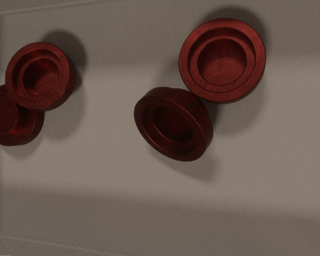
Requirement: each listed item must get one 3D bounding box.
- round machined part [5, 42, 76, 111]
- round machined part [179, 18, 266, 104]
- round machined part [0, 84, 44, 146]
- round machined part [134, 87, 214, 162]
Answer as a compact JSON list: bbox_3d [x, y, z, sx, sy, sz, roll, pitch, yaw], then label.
[{"bbox_3d":[-0.168,-0.071,0.452,0.098,0.042,0.097,-1,82,9],"label":"round machined part"},{"bbox_3d":[0.075,-0.077,0.372,0.098,0.042,0.097,-1,86,16],"label":"round machined part"},{"bbox_3d":[-0.234,-0.020,0.479,0.098,0.042,0.097,0,90,15],"label":"round machined part"},{"bbox_3d":[0.020,-0.009,0.376,0.098,0.042,0.097,24,141,22],"label":"round machined part"}]
